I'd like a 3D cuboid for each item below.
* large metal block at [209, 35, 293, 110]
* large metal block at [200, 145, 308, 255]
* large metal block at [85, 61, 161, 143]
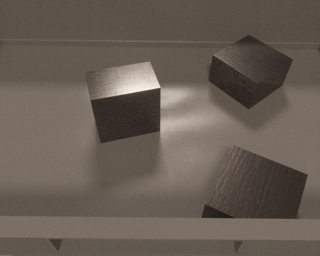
[{"bbox_3d":[0.133,-0.086,0.463,0.081,0.050,0.080,-33,58,-25],"label":"large metal block"},{"bbox_3d":[0.098,0.076,0.326,0.080,0.050,0.080,23,53,17],"label":"large metal block"},{"bbox_3d":[-0.045,-0.032,0.395,0.081,0.080,0.050,-12,51,-10],"label":"large metal block"}]
